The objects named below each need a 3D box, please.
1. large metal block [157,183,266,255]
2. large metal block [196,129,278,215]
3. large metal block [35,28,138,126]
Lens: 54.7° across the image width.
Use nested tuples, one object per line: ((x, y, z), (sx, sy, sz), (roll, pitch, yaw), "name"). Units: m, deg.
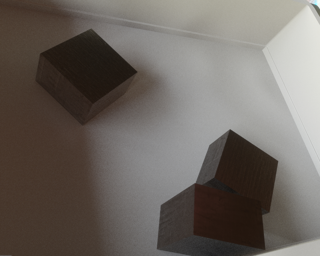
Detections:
((0.052, 0.105, 0.334), (0.081, 0.080, 0.050), (18, 55, -18), "large metal block")
((0.100, 0.062, 0.405), (0.080, 0.050, 0.080), (33, 51, -7), "large metal block")
((-0.090, -0.064, 0.380), (0.080, 0.050, 0.080), (44, 51, 2), "large metal block")
